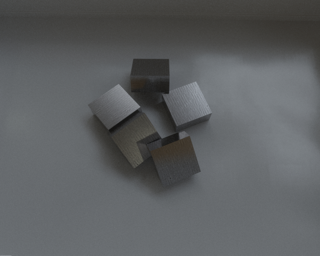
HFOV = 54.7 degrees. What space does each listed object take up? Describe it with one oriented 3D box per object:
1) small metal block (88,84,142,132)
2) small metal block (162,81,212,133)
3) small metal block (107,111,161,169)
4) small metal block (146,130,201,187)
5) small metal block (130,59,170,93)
[{"bbox_3d":[-0.058,-0.023,0.413,0.050,0.025,0.050,-37,64,-13],"label":"small metal block"},{"bbox_3d":[0.035,-0.028,0.420,0.050,0.025,0.050,-21,72,-8],"label":"small metal block"},{"bbox_3d":[-0.030,0.014,0.391,0.050,0.025,0.050,-37,110,-12],"label":"small metal block"},{"bbox_3d":[0.017,0.037,0.383,0.050,0.025,0.050,-21,108,-8],"label":"small metal block"},{"bbox_3d":[-0.013,-0.072,0.424,0.050,0.025,0.050,1,38,0],"label":"small metal block"}]
